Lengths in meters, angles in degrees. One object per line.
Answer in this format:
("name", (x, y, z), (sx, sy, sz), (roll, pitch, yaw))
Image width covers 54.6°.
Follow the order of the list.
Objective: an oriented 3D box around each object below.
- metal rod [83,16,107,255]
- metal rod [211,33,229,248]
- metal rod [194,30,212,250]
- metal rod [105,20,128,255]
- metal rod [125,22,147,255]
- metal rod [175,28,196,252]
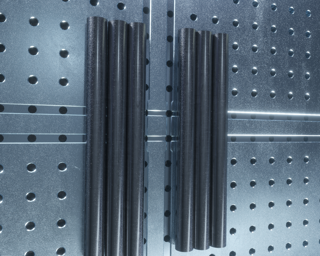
("metal rod", (-0.080, 0.016, 0.382), (0.025, 0.025, 0.298), (1, 90, -20))
("metal rod", (0.084, 0.017, 0.443), (0.025, 0.025, 0.298), (1, 90, -20))
("metal rod", (0.059, 0.017, 0.433), (0.025, 0.025, 0.298), (1, 90, -20))
("metal rod", (-0.055, 0.017, 0.391), (0.025, 0.025, 0.298), (1, 90, -20))
("metal rod", (-0.032, 0.017, 0.400), (0.025, 0.025, 0.298), (1, 90, -20))
("metal rod", (0.035, 0.016, 0.425), (0.025, 0.025, 0.298), (1, 90, -20))
